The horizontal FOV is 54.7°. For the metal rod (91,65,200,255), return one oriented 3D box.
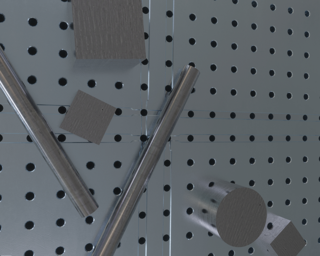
[{"bbox_3d":[-0.020,0.053,0.405,0.025,0.025,0.299,29,80,-18],"label":"metal rod"}]

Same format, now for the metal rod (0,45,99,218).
[{"bbox_3d":[-0.157,-0.027,0.354,0.025,0.025,0.299,-32,101,-17],"label":"metal rod"}]

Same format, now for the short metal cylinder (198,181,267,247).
[{"bbox_3d":[0.101,0.119,0.437,0.081,0.050,0.079,0,90,-20],"label":"short metal cylinder"}]

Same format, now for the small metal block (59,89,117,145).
[{"bbox_3d":[-0.089,-0.012,0.380,0.050,0.025,0.050,27,81,-18],"label":"small metal block"}]

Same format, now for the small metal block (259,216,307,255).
[{"bbox_3d":[0.192,0.177,0.484,0.050,0.025,0.050,-40,103,-16],"label":"small metal block"}]

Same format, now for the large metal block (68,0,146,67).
[{"bbox_3d":[-0.066,-0.119,0.375,0.081,0.050,0.079,-5,92,-20],"label":"large metal block"}]
